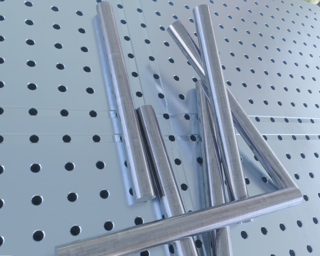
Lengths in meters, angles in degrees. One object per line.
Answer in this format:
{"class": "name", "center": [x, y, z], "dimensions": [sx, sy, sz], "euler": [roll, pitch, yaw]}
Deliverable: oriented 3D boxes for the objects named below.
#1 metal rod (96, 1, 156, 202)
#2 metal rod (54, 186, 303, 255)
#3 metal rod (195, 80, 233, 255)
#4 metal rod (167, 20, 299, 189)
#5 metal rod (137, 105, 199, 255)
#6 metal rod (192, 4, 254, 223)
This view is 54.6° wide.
{"class": "metal rod", "center": [-0.051, -0.052, 0.411], "dimensions": [0.025, 0.025, 0.299], "euler": [0, 62, -28]}
{"class": "metal rod", "center": [0.045, 0.101, 0.336], "dimensions": [0.302, 0.025, 0.025], "euler": [-5, 64, -29]}
{"class": "metal rod", "center": [0.070, 0.059, 0.408], "dimensions": [0.025, 0.025, 0.300], "euler": [13, 56, -21]}
{"class": "metal rod", "center": [0.106, -0.029, 0.457], "dimensions": [0.025, 0.025, 0.299], "euler": [-34, 89, -38]}
{"class": "metal rod", "center": [0.020, 0.107, 0.352], "dimensions": [0.025, 0.025, 0.299], "euler": [-3, 63, -30]}
{"class": "metal rod", "center": [0.083, -0.026, 0.421], "dimensions": [0.025, 0.025, 0.299], "euler": [-3, 78, -30]}
